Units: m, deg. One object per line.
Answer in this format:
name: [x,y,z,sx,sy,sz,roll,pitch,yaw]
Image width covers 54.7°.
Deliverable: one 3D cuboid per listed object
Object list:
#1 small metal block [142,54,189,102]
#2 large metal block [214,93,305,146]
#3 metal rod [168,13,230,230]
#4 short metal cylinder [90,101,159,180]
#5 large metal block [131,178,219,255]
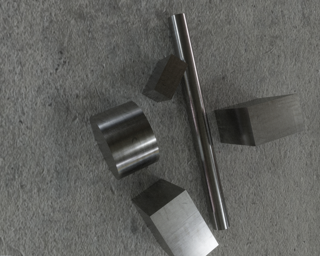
small metal block: [0.005,-0.062,0.398,0.025,0.050,0.050,29,81,-18]
large metal block: [0.135,-0.012,0.430,0.081,0.080,0.050,-15,96,-20]
metal rod: [0.055,-0.005,0.429,0.025,0.025,0.298,-14,95,-20]
short metal cylinder: [-0.043,0.014,0.364,0.050,0.080,0.080,-24,98,-18]
large metal block: [0.015,0.116,0.386,0.050,0.080,0.080,-33,101,-17]
